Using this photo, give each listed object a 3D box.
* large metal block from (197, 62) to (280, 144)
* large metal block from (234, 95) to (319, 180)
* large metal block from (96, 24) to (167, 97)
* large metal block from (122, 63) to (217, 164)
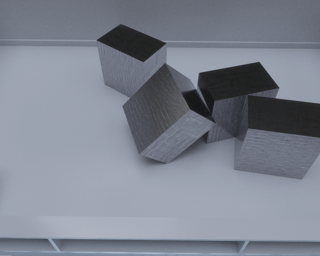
[{"bbox_3d":[0.093,-0.031,0.396,0.081,0.080,0.050,-12,51,-10],"label":"large metal block"},{"bbox_3d":[0.134,0.012,0.360,0.080,0.080,0.050,8,51,6],"label":"large metal block"},{"bbox_3d":[-0.038,-0.090,0.445,0.080,0.080,0.050,29,56,22],"label":"large metal block"},{"bbox_3d":[0.008,-0.016,0.376,0.080,0.050,0.080,-42,49,23],"label":"large metal block"}]
